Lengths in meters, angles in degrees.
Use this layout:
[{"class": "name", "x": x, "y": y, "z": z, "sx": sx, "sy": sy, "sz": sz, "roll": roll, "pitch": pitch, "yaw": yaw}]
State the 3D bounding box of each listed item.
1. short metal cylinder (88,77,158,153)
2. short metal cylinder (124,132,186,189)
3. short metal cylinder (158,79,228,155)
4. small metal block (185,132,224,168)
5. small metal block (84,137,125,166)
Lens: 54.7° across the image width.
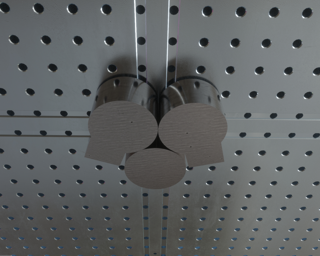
[{"class": "short metal cylinder", "x": -0.043, "y": -0.015, "z": 0.377, "sx": 0.081, "sy": 0.050, "sz": 0.079, "roll": 0, "pitch": 130, "yaw": 0}, {"class": "short metal cylinder", "x": -0.006, "y": 0.039, "z": 0.423, "sx": 0.081, "sy": 0.050, "sz": 0.079, "roll": 0, "pitch": 130, "yaw": 0}, {"class": "short metal cylinder", "x": 0.038, "y": -0.013, "z": 0.380, "sx": 0.081, "sy": 0.050, "sz": 0.079, "roll": 0, "pitch": 130, "yaw": 0}, {"class": "small metal block", "x": 0.059, "y": 0.025, "z": 0.430, "sx": 0.050, "sy": 0.025, "sz": 0.050, "roll": -11, "pitch": 130, "yaw": 9}, {"class": "small metal block", "x": -0.071, "y": 0.021, "z": 0.424, "sx": 0.050, "sy": 0.025, "sz": 0.050, "roll": 16, "pitch": 128, "yaw": -14}]
